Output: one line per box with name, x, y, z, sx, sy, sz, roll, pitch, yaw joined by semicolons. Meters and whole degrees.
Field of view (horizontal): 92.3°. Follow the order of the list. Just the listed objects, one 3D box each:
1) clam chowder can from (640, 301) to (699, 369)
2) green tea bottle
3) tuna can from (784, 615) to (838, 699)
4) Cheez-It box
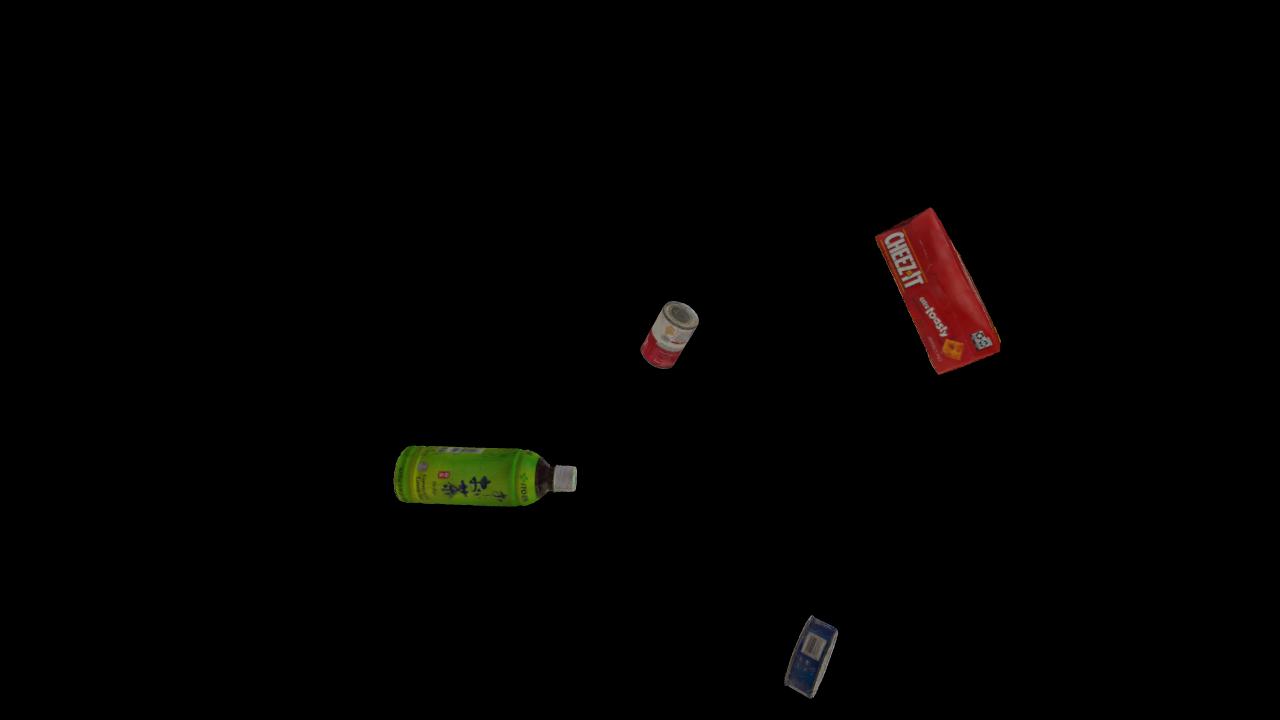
clam chowder can;0.051;-0.043;1.052;0.068;0.068;0.102;0;-41;-30
green tea bottle;-0.182;0.140;0.743;0.212;0.073;0.073;-1;0;4
tuna can;0.199;0.343;0.711;0.034;0.084;0.084;19;9;28
Cheez-It box;0.357;-0.077;0.727;0.071;0.166;0.223;-27;-9;28
